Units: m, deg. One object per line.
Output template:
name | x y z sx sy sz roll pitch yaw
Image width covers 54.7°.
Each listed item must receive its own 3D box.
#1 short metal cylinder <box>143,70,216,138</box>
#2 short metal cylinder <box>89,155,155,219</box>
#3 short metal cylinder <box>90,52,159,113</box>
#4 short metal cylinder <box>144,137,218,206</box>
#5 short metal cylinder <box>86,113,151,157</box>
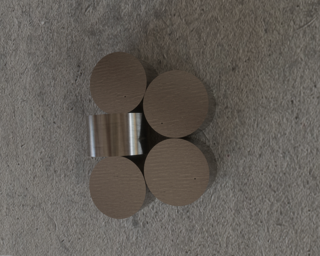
short metal cylinder | 0.026 -0.028 0.387 0.080 0.050 0.080 0 91 20
short metal cylinder | -0.046 0.074 0.413 0.080 0.050 0.080 0 90 21
short metal cylinder | -0.045 -0.056 0.413 0.080 0.050 0.080 0 90 21
short metal cylinder | 0.027 0.052 0.387 0.080 0.050 0.080 0 91 21
short metal cylinder | -0.053 0.008 0.400 0.080 0.080 0.050 -3 89 20
